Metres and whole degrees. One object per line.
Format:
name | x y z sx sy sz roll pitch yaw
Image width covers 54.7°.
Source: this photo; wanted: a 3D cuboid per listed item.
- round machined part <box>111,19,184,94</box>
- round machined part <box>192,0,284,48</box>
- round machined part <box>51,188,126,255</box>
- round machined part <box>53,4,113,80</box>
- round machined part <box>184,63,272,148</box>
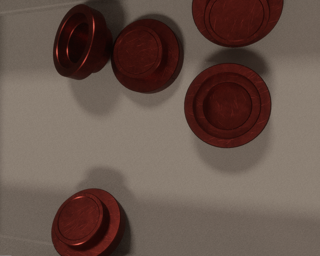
round machined part | -0.022 -0.096 0.408 0.098 0.042 0.097 0 90 19
round machined part | 0.084 -0.132 0.342 0.099 0.042 0.097 7 136 7
round machined part | -0.099 0.125 0.411 0.098 0.042 0.098 -7 54 11
round machined part | -0.102 -0.113 0.424 0.098 0.042 0.097 -8 77 42
round machined part | 0.082 -0.026 0.372 0.098 0.042 0.097 0 90 19
